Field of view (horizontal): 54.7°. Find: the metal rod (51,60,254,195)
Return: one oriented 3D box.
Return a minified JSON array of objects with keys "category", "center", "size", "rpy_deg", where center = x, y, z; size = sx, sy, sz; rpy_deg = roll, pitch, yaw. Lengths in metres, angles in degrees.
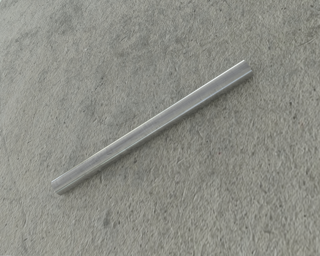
[{"category":"metal rod","center":[-0.015,0.003,0.410],"size":[0.300,0.025,0.025],"rpy_deg":[-32,52,7]}]
